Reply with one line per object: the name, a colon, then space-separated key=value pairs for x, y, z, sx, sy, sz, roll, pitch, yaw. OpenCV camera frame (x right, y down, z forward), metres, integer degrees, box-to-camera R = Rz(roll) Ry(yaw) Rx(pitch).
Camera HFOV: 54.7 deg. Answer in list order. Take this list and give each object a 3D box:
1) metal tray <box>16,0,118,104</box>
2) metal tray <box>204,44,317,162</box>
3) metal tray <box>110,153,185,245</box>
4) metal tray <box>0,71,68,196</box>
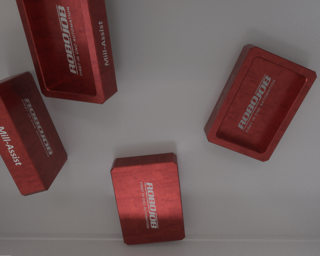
metal tray: x=-0.101 y=-0.095 z=0.343 sx=0.090 sy=0.030 sz=0.129 roll=9 pitch=123 yaw=21
metal tray: x=0.124 y=-0.030 z=0.398 sx=0.090 sy=0.030 sz=0.129 roll=21 pitch=109 yaw=-8
metal tray: x=-0.015 y=0.104 z=0.447 sx=0.091 sy=0.030 sz=0.129 roll=-6 pitch=110 yaw=2
metal tray: x=-0.162 y=0.004 z=0.376 sx=0.030 sy=0.090 sz=0.129 roll=-16 pitch=110 yaw=6
